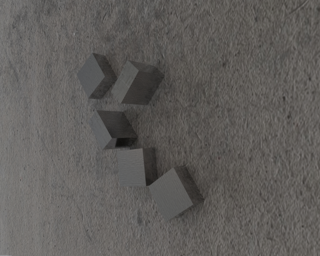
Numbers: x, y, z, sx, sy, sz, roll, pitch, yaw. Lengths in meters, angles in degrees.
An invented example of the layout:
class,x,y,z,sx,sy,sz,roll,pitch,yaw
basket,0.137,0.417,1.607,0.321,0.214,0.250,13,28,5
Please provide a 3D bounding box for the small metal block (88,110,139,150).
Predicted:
class,x,y,z,sx,sy,sz,roll,pitch,yaw
small metal block,-0.067,0.002,0.444,0.025,0.050,0.050,-48,62,30

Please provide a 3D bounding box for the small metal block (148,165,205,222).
class,x,y,z,sx,sy,sz,roll,pitch,yaw
small metal block,0.020,0.082,0.389,0.050,0.025,0.050,-42,65,32

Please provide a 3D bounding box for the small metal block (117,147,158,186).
class,x,y,z,sx,sy,sz,roll,pitch,yaw
small metal block,-0.032,0.054,0.431,0.050,0.025,0.050,-9,84,39

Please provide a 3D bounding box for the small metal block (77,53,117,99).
class,x,y,z,sx,sy,sz,roll,pitch,yaw
small metal block,-0.100,-0.081,0.488,0.050,0.025,0.050,-44,64,31

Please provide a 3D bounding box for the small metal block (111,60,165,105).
class,x,y,z,sx,sy,sz,roll,pitch,yaw
small metal block,-0.029,-0.059,0.413,0.025,0.050,0.050,47,118,29
